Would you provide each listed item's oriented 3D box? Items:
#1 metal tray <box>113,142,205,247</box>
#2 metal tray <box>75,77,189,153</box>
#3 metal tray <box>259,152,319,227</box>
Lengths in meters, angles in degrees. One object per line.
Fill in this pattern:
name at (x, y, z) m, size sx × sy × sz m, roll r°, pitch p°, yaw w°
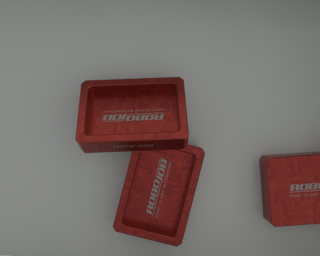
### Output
metal tray at (-0.001, 0.079, 0.408) m, size 0.091 × 0.030 × 0.129 m, roll 14°, pitch 90°, yaw -1°
metal tray at (-0.033, -0.018, 0.388) m, size 0.131 × 0.030 × 0.090 m, roll -2°, pitch 61°, yaw -1°
metal tray at (0.205, 0.078, 0.412) m, size 0.131 × 0.030 × 0.089 m, roll -4°, pitch 90°, yaw -1°
